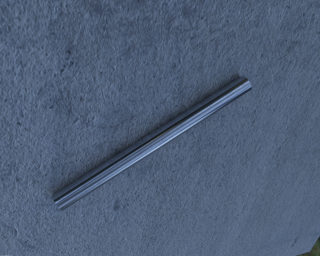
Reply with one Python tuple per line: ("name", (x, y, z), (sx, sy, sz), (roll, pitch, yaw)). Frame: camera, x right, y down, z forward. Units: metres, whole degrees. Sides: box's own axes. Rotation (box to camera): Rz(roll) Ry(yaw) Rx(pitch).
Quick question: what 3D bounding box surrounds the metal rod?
("metal rod", (-0.005, 0.016, 0.418), (0.301, 0.025, 0.025), (-32, 129, -8))
